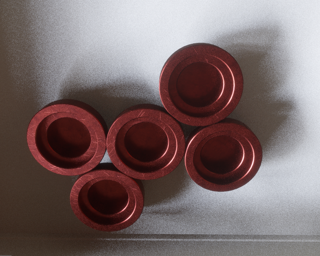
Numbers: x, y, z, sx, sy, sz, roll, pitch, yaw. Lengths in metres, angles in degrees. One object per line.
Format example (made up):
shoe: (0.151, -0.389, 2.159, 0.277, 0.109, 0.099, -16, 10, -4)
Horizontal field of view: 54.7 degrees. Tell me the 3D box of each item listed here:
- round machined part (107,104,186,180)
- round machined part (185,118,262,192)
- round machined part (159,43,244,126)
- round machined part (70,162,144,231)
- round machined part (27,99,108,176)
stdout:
round machined part: (-0.017, 0.015, 0.404, 0.099, 0.042, 0.097, 0, 110, 0)
round machined part: (0.081, 0.032, 0.412, 0.099, 0.042, 0.097, 0, 110, 0)
round machined part: (0.048, -0.055, 0.380, 0.099, 0.042, 0.097, 0, 110, 0)
round machined part: (-0.071, 0.091, 0.432, 0.099, 0.042, 0.097, 0, 110, 0)
round machined part: (-0.115, 0.009, 0.402, 0.099, 0.042, 0.097, 0, 110, 0)
